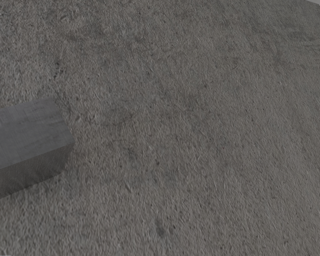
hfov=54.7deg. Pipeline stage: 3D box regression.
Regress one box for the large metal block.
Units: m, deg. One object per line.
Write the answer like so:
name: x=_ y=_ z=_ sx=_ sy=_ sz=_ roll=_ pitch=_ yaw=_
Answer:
large metal block: x=-0.133 y=0.022 z=0.283 sx=0.081 sy=0.080 sz=0.050 roll=-22 pitch=74 yaw=-36
